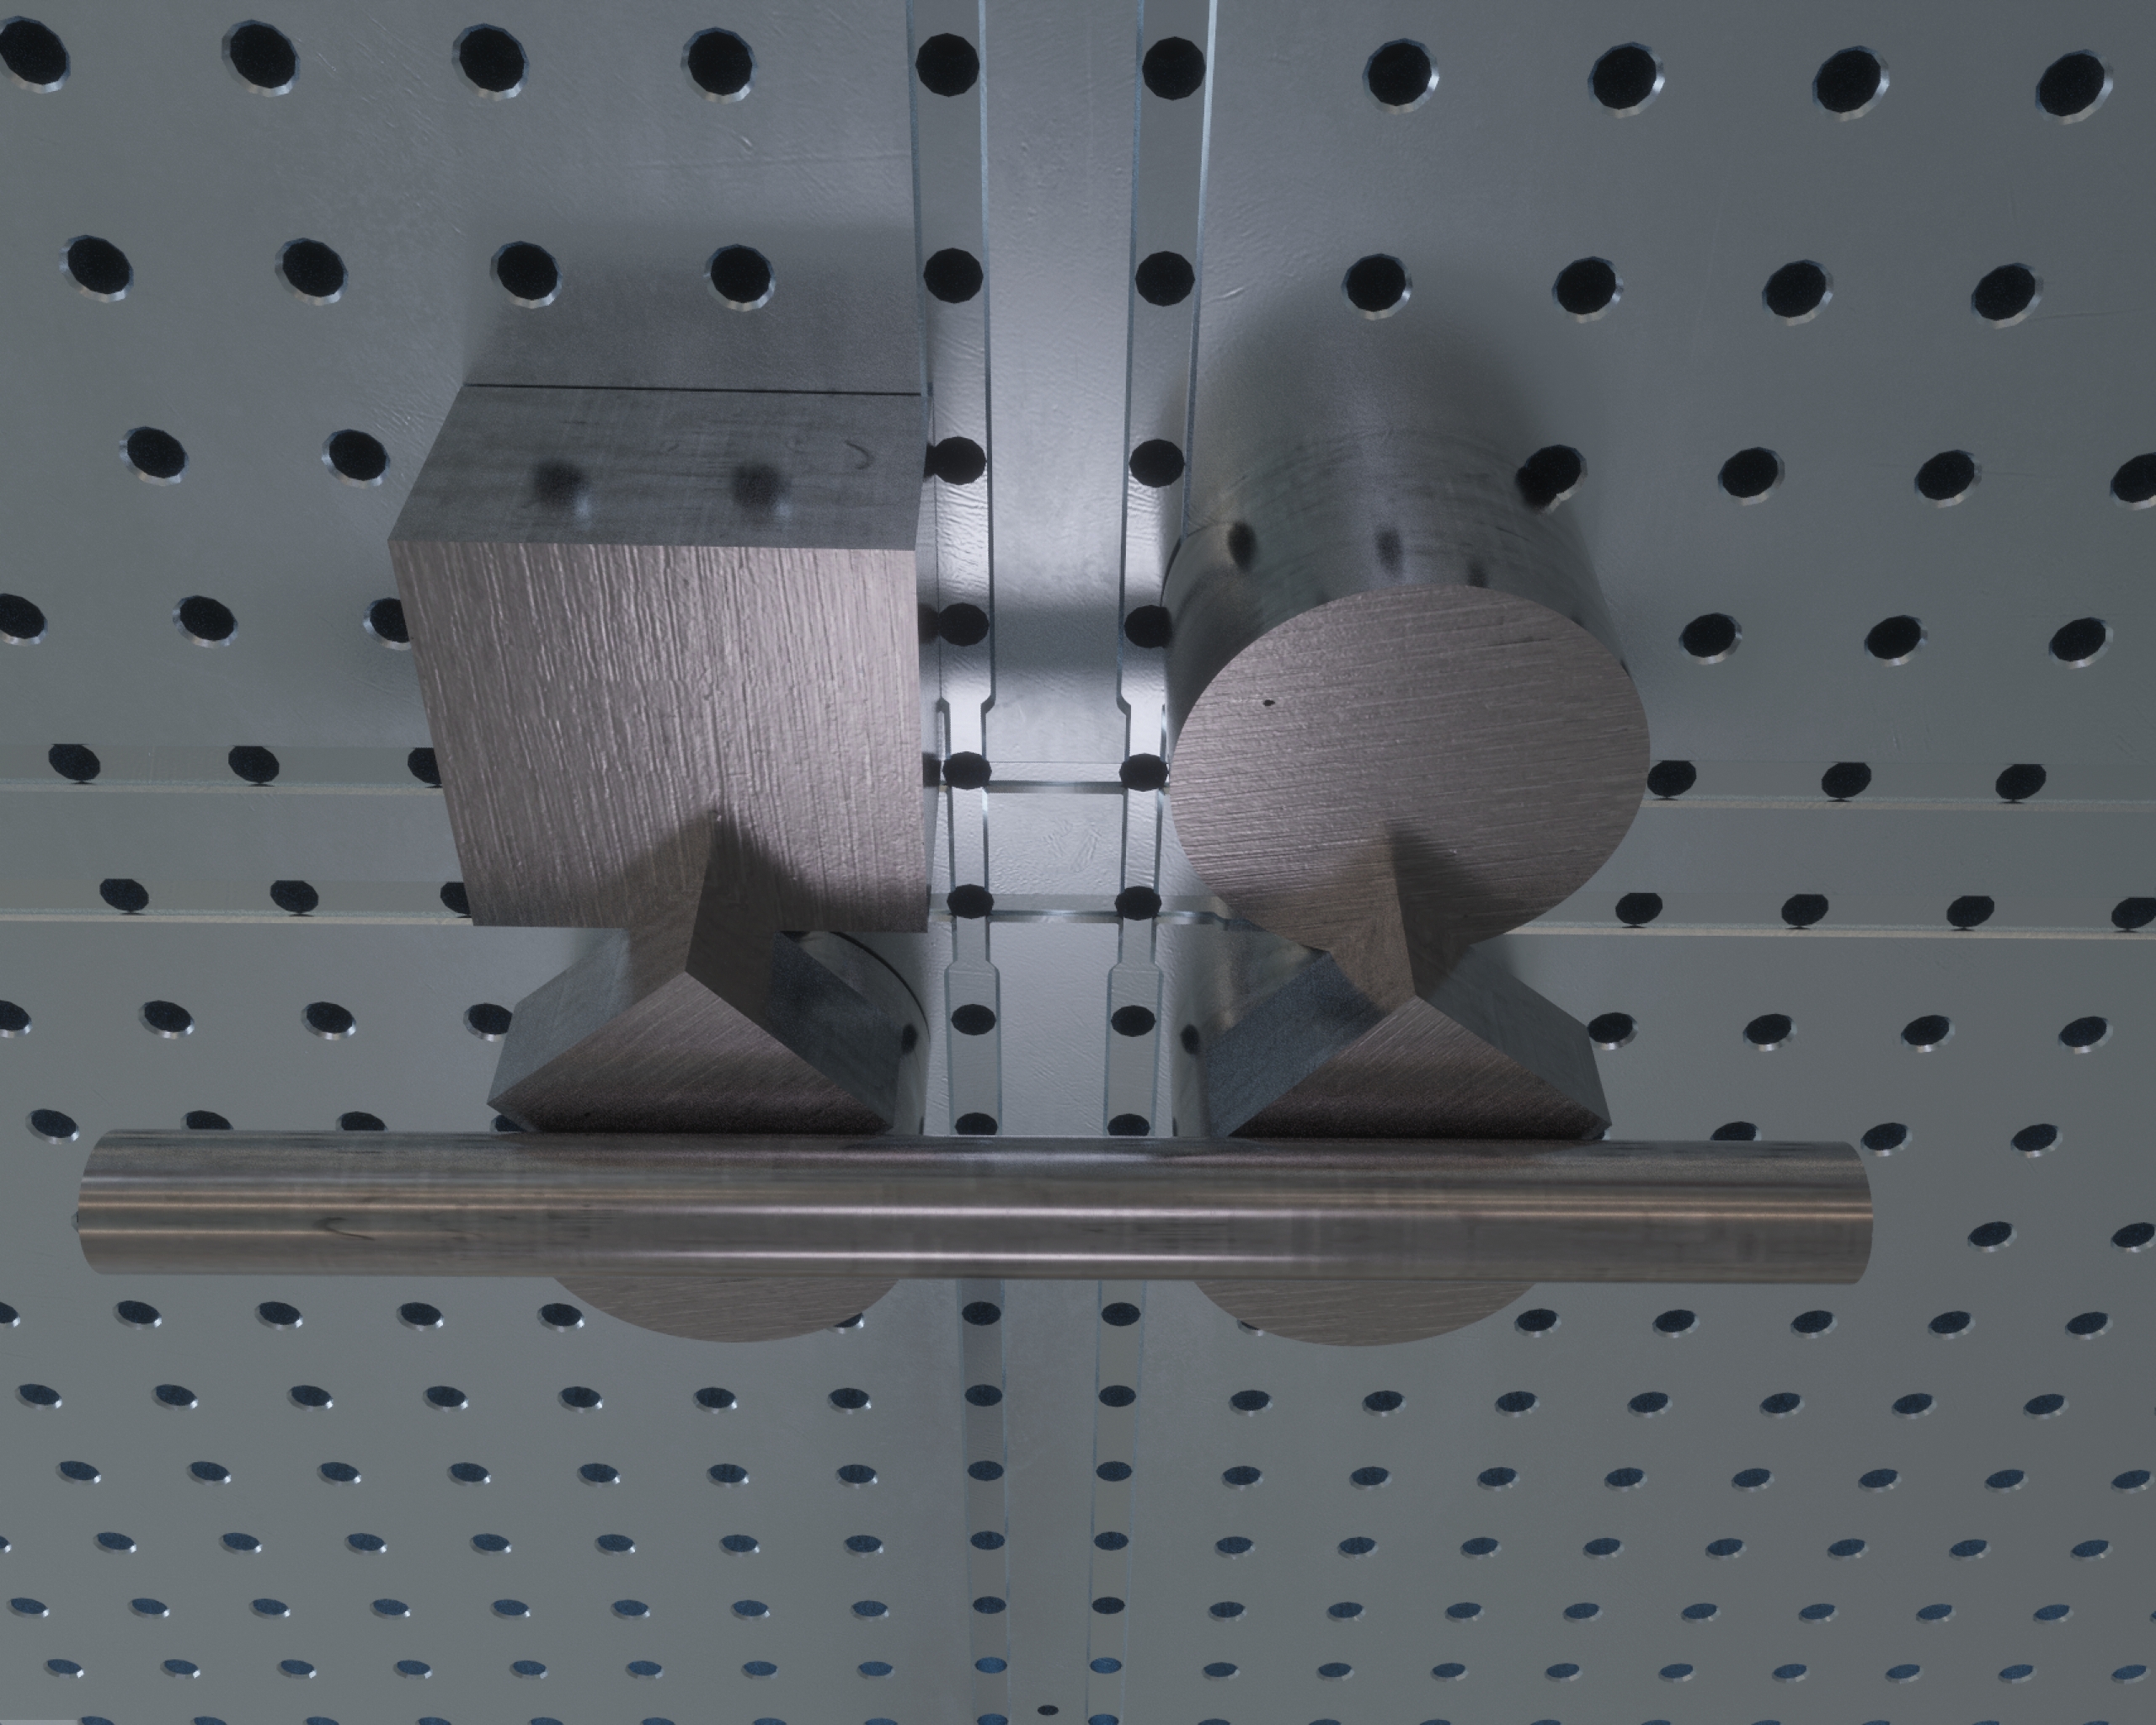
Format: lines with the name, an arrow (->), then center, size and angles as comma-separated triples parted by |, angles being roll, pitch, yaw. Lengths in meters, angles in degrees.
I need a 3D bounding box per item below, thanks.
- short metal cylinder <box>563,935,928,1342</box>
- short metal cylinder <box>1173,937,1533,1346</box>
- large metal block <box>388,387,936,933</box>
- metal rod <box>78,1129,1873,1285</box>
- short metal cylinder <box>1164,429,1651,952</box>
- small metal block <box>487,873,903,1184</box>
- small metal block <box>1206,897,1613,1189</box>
short metal cylinder -> -0.073, 0.057, 0.442 | 0.081, 0.050, 0.079 | 0, 130, 0
short metal cylinder -> 0.061, 0.059, 0.446 | 0.081, 0.050, 0.079 | 0, 130, 0
large metal block -> -0.066, -0.034, 0.364 | 0.081, 0.050, 0.079 | 1, 130, -1
metal rod -> -0.016, 0.060, 0.363 | 0.302, 0.025, 0.025 | 1, 130, -1
short metal cylinder -> 0.056, -0.029, 0.371 | 0.081, 0.050, 0.079 | 0, 130, 0
small metal block -> -0.068, 0.037, 0.377 | 0.050, 0.025, 0.050 | -33, 123, 24
small metal block -> 0.060, 0.041, 0.381 | 0.050, 0.025, 0.050 | 33, 123, -25
